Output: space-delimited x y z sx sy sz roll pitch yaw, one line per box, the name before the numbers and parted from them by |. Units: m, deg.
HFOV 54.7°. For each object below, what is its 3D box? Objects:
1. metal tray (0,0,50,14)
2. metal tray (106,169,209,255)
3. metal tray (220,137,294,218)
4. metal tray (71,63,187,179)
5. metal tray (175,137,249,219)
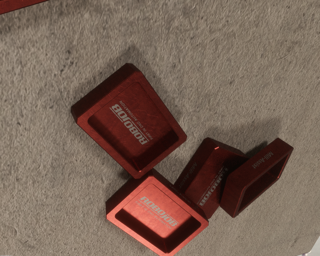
metal tray | -0.123 -0.145 0.246 0.131 0.030 0.089 -24 128 -14
metal tray | -0.003 0.126 0.453 0.090 0.030 0.130 -43 113 7
metal tray | 0.160 0.082 0.512 0.131 0.030 0.089 -29 142 -28
metal tray | -0.033 -0.004 0.384 0.090 0.030 0.130 -39 130 -2
metal tray | 0.077 0.086 0.501 0.091 0.030 0.129 21 107 -37
